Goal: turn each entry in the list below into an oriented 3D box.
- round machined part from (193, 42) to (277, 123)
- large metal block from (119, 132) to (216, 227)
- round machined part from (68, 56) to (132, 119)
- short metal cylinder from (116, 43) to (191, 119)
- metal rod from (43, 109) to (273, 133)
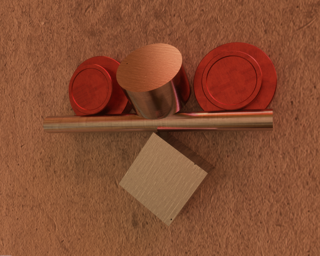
[{"bbox_3d":[0.088,-0.054,0.370,0.098,0.042,0.097,0,90,20],"label":"round machined part"},{"bbox_3d":[0.010,0.060,0.391,0.080,0.050,0.080,37,102,16],"label":"large metal block"},{"bbox_3d":[-0.086,-0.052,0.431,0.098,0.042,0.097,0,90,20],"label":"round machined part"},{"bbox_3d":[-0.006,-0.057,0.379,0.080,0.050,0.080,-10,52,13],"label":"short metal cylinder"},{"bbox_3d":[-0.017,-0.007,0.393,0.301,0.025,0.025,-1,90,19],"label":"metal rod"}]
